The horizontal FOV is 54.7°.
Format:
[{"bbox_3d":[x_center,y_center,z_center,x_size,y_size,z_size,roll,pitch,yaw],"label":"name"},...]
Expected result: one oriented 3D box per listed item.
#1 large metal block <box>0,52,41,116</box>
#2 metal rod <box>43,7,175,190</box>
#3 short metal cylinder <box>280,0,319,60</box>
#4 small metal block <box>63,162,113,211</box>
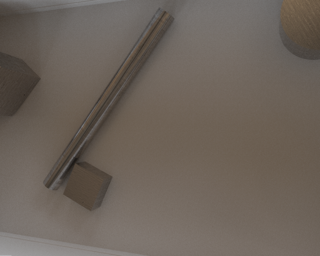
[{"bbox_3d":[-0.243,-0.067,0.463,0.050,0.080,0.080,43,100,14],"label":"large metal block"},{"bbox_3d":[-0.078,-0.032,0.436,0.025,0.025,0.299,39,102,15],"label":"metal rod"},{"bbox_3d":[0.173,-0.119,0.336,0.080,0.050,0.079,0,90,19],"label":"short metal cylinder"},{"bbox_3d":[-0.104,0.083,0.446,0.050,0.025,0.050,25,98,17],"label":"small metal block"}]
